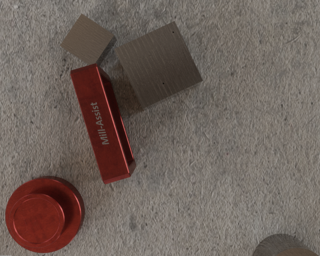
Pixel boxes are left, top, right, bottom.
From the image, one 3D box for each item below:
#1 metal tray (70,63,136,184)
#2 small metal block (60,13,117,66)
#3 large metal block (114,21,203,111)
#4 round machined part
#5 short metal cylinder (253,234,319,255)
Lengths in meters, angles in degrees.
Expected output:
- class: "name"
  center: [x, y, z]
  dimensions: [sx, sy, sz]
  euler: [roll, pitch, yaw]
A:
- class: "metal tray"
  center: [-0.065, -0.005, 0.376]
  dimensions: [0.030, 0.090, 0.129]
  euler: [-17, 90, 0]
- class: "small metal block"
  center: [-0.093, -0.112, 0.409]
  dimensions: [0.050, 0.025, 0.050]
  euler: [34, 90, 0]
- class: "large metal block"
  center: [-0.002, -0.076, 0.397]
  dimensions: [0.080, 0.050, 0.080]
  euler: [-25, 90, 0]
- class: "round machined part"
  center: [-0.152, 0.114, 0.400]
  dimensions: [0.099, 0.042, 0.097]
  euler: [0, 90, 0]
- class: "short metal cylinder"
  center: [0.166, 0.185, 0.399]
  dimensions: [0.081, 0.050, 0.080]
  euler: [0, 90, 0]
